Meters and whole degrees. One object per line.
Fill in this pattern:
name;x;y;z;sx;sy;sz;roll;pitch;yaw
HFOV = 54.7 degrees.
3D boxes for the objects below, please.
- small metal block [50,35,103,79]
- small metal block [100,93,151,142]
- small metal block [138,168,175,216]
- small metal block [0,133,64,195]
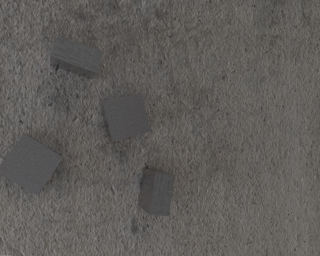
small metal block;-0.098;-0.080;0.359;0.050;0.050;0.025;18;84;-19
small metal block;-0.044;-0.014;0.392;0.050;0.025;0.050;-15;95;-20
small metal block;-0.006;0.080;0.394;0.025;0.050;0.050;10;87;-20
small metal block;-0.148;0.040;0.354;0.050;0.025;0.050;36;78;-17
